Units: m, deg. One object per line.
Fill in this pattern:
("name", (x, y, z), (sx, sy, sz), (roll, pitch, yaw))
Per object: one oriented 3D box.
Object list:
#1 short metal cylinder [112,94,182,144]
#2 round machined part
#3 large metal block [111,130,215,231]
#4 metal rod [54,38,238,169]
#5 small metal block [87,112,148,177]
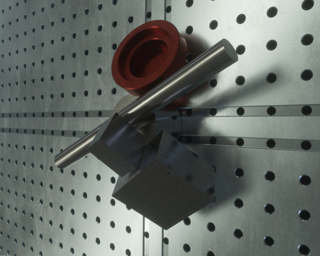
("short metal cylinder", (-0.019, -0.003, 0.406), (0.080, 0.050, 0.079), (0, 90, 39))
("round machined part", (-0.009, -0.082, 0.389), (0.098, 0.042, 0.098), (-14, 60, 27))
("large metal block", (0.005, 0.062, 0.357), (0.080, 0.050, 0.080), (37, 123, -16))
("metal rod", (-0.040, -0.012, 0.375), (0.299, 0.025, 0.025), (-30, 72, 35))
("small metal block", (-0.047, 0.018, 0.350), (0.050, 0.050, 0.025), (42, 126, -17))
